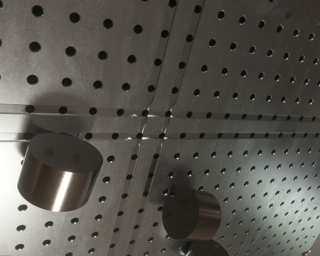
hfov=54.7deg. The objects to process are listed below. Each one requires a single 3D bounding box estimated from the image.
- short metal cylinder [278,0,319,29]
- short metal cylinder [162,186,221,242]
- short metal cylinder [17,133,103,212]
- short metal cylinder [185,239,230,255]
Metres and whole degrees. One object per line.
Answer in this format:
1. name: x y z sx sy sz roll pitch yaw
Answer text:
1. short metal cylinder: 0.193 -0.168 0.379 0.050 0.080 0.080 -22 127 -16
2. short metal cylinder: 0.049 0.136 0.489 0.050 0.080 0.080 21 107 -37
3. short metal cylinder: -0.110 0.047 0.345 0.081 0.080 0.050 10 113 -33
4. short metal cylinder: 0.085 0.253 0.582 0.081 0.080 0.050 8 114 -33
